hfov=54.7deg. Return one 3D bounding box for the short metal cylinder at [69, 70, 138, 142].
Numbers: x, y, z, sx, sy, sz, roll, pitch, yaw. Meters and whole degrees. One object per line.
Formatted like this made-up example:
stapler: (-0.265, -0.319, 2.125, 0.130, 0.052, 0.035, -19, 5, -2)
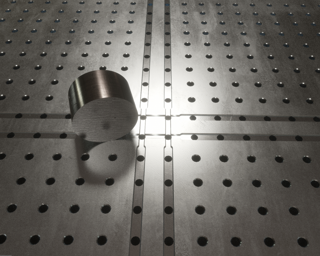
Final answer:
short metal cylinder: (-0.073, -0.027, 0.393, 0.081, 0.080, 0.050, -12, 51, -10)
